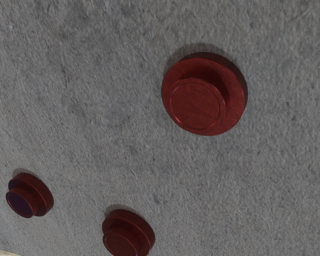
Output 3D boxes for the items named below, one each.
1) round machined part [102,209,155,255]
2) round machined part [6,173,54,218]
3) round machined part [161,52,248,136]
[{"bbox_3d":[-0.061,0.195,0.547,0.098,0.042,0.097,13,124,20],"label":"round machined part"},{"bbox_3d":[-0.267,0.141,0.620,0.098,0.042,0.097,13,124,20],"label":"round machined part"},{"bbox_3d":[0.046,-0.032,0.351,0.098,0.042,0.097,13,124,20],"label":"round machined part"}]
